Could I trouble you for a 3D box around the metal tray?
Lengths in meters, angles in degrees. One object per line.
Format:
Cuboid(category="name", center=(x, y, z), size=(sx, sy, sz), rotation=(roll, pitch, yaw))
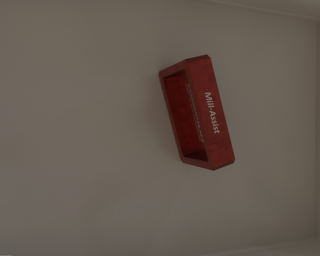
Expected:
Cuboid(category="metal tray", center=(0.043, -0.017, 0.388), size=(0.030, 0.090, 0.129), rotation=(-17, 96, -20))
